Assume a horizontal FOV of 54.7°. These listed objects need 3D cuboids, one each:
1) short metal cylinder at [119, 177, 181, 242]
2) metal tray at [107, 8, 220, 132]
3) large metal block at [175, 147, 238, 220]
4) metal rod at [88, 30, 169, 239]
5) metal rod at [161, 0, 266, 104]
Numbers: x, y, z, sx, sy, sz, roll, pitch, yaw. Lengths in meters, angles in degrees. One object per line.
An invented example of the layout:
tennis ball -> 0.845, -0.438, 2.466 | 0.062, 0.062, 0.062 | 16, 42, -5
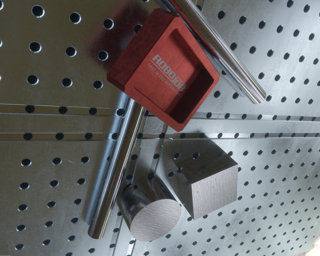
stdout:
short metal cylinder -> -0.015, 0.121, 0.464 | 0.081, 0.050, 0.079 | -14, 125, -21
metal tray -> 0.011, -0.057, 0.351 | 0.090, 0.030, 0.130 | -54, 144, 0
large metal block -> 0.075, 0.087, 0.492 | 0.081, 0.050, 0.079 | -20, 126, -17
metal rod -> -0.047, 0.024, 0.401 | 0.025, 0.025, 0.298 | 6, 116, -31
metal rod -> 0.053, -0.114, 0.370 | 0.025, 0.025, 0.301 | -49, 129, 6
